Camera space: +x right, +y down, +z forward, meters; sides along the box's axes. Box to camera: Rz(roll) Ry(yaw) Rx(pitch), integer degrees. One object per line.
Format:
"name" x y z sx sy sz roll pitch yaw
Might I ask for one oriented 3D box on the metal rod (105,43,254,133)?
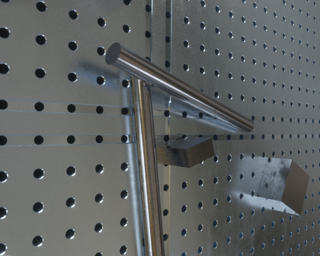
"metal rod" 0.051 -0.041 0.430 0.302 0.025 0.025 20 77 -45

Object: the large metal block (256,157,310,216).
"large metal block" 0.235 0.111 0.590 0.080 0.050 0.080 36 68 -34

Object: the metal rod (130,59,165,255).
"metal rod" -0.014 0.064 0.396 0.025 0.025 0.298 -8 95 -40

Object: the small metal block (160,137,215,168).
"small metal block" 0.038 0.032 0.424 0.050 0.050 0.025 -20 103 -38

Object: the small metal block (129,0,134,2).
"small metal block" -0.034 -0.182 0.363 0.050 0.050 0.025 33 70 -35
